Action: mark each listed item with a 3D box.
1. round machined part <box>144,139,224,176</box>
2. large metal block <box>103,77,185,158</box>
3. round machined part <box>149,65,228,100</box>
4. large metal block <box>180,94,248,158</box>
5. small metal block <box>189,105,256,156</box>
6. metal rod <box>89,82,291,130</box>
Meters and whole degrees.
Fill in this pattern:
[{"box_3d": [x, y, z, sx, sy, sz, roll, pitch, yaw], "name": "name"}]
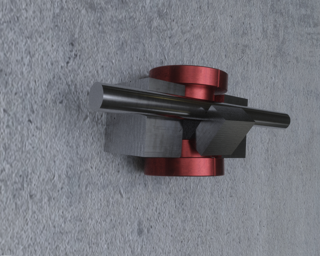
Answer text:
[{"box_3d": [0.030, 0.037, 0.383, 0.099, 0.098, 0.042, 6, 81, -40], "name": "round machined part"}, {"box_3d": [-0.020, -0.009, 0.354, 0.050, 0.080, 0.080, 6, 87, -40], "name": "large metal block"}, {"box_3d": [0.034, -0.047, 0.387, 0.099, 0.098, 0.042, 5, 88, -40], "name": "round machined part"}, {"box_3d": [0.072, -0.001, 0.431, 0.050, 0.080, 0.080, 5, 87, -40], "name": "large metal block"}, {"box_3d": [0.069, 0.004, 0.342, 0.050, 0.025, 0.050, 2, 129, -38], "name": "small metal block"}, {"box_3d": [0.062, -0.018, 0.354, 0.302, 0.025, 0.025, 4, 88, -40], "name": "metal rod"}]
